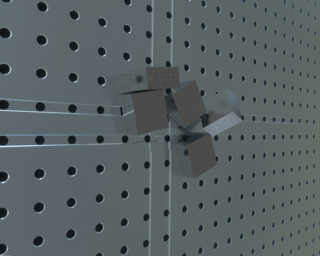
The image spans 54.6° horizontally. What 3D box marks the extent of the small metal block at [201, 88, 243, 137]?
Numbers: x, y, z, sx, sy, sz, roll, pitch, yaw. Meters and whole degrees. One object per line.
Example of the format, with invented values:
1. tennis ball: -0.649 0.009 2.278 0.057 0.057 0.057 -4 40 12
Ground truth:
1. small metal block: 0.087 -0.023 0.452 0.025 0.050 0.050 38 35 -34

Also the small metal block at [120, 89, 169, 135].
1. small metal block: -0.019 -0.021 0.392 0.050 0.025 0.050 -14 99 -39

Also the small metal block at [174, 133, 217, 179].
1. small metal block: 0.053 0.039 0.453 0.050 0.025 0.050 -25 106 -37

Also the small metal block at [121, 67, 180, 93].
1. small metal block: -0.012 -0.059 0.382 0.050 0.050 0.025 -9 96 -40

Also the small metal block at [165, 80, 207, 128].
1. small metal block: 0.034 -0.033 0.436 0.050 0.025 0.050 -36 112 -34
